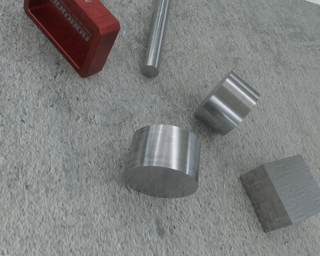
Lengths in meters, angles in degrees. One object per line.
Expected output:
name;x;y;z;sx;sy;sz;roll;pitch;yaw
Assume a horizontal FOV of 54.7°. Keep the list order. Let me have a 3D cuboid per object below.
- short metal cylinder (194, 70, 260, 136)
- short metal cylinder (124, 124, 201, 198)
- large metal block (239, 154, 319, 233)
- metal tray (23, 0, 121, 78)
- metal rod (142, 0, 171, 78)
short metal cylinder;0.094;-0.035;0.440;0.050;0.080;0.080;40;51;-1
short metal cylinder;0.004;0.039;0.347;0.080;0.080;0.050;20;54;-16
large metal block;0.170;0.088;0.425;0.081;0.050;0.080;-8;66;-32
metal tray;-0.114;-0.138;0.384;0.130;0.090;0.030;49;51;6
metal rod;0.004;-0.203;0.529;0.025;0.025;0.300;20;54;-16
